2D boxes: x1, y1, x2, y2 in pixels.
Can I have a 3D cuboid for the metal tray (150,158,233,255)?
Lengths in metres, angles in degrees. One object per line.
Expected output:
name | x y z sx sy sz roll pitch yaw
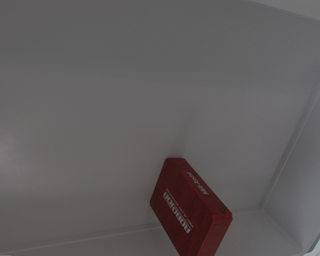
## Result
metal tray | 0.036 0.112 0.429 0.030 0.130 0.089 5 116 -31
